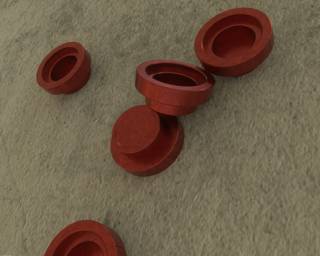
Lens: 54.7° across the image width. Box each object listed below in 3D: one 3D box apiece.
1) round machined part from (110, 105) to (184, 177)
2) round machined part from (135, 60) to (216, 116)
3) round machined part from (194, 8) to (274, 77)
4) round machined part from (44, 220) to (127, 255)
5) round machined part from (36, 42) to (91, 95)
[{"bbox_3d":[-0.022,0.009,0.398,0.098,0.042,0.098,-13,56,20],"label":"round machined part"},{"bbox_3d":[0.017,-0.049,0.392,0.099,0.042,0.098,7,31,-4],"label":"round machined part"},{"bbox_3d":[0.098,-0.106,0.406,0.098,0.042,0.098,-13,56,20],"label":"round machined part"},{"bbox_3d":[-0.078,0.154,0.338,0.098,0.042,0.098,-13,56,20],"label":"round machined part"},{"bbox_3d":[-0.159,-0.097,0.534,0.098,0.042,0.098,-13,56,20],"label":"round machined part"}]
